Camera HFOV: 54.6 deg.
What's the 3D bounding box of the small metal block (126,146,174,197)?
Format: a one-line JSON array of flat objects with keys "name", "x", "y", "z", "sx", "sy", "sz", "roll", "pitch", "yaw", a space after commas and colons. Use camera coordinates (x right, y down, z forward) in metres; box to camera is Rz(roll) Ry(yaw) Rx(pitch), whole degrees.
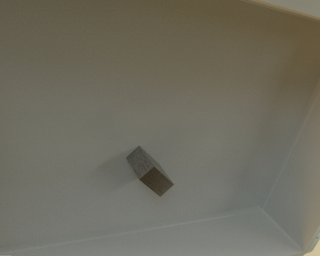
[{"name": "small metal block", "x": -0.014, "y": 0.058, "z": 0.420, "sx": 0.025, "sy": 0.050, "sz": 0.050, "roll": -42, "pitch": 129, "yaw": 1}]
